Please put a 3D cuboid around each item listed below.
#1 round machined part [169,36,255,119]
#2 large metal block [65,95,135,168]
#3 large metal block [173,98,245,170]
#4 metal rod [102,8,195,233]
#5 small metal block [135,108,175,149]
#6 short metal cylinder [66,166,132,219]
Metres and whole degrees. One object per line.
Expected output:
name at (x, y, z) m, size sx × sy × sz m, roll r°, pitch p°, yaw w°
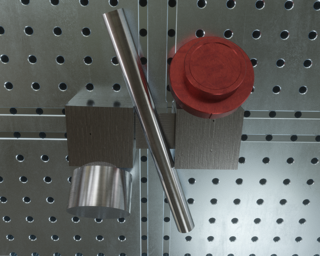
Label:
round machined part at (0.060, -0.063, 0.355) m, size 0.099 × 0.042 × 0.098 m, roll 0°, pitch 75°, yaw -1°
large metal block at (-0.073, 0.003, 0.401) m, size 0.081 × 0.050 × 0.079 m, roll 2°, pitch 110°, yaw -1°
large metal block at (0.059, 0.007, 0.404) m, size 0.081 × 0.050 × 0.079 m, roll 1°, pitch 110°, yaw -1°
metal rod at (-0.008, 0.006, 0.388) m, size 0.025 × 0.025 × 0.298 m, roll -16°, pitch 110°, yaw 6°
small metal block at (-0.006, 0.000, 0.414) m, size 0.050 × 0.025 × 0.050 m, roll 1°, pitch 110°, yaw -1°
short metal cylinder at (-0.078, 0.087, 0.408) m, size 0.080 × 0.050 × 0.080 m, roll 1°, pitch 153°, yaw 1°
